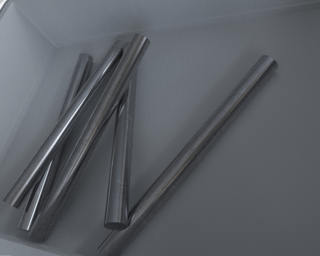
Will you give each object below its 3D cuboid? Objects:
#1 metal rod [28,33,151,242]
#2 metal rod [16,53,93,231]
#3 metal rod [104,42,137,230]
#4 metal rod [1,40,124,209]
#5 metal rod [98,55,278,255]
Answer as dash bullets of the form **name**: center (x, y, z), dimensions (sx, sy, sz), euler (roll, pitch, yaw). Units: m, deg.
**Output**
- **metal rod**: center (-0.092, 0.009, 0.415), dimensions (0.025, 0.025, 0.299), euler (24, 84, 36)
- **metal rod**: center (-0.155, 0.006, 0.483), dimensions (0.025, 0.025, 0.300), euler (-4, 60, 26)
- **metal rod**: center (-0.048, -0.014, 0.422), dimensions (0.025, 0.025, 0.300), euler (-16, 50, 19)
- **metal rod**: center (-0.131, -0.020, 0.466), dimensions (0.025, 0.025, 0.300), euler (12, 61, 33)
- **metal rod**: center (0.038, 0.031, 0.367), dimensions (0.300, 0.025, 0.025), euler (-49, 51, -7)
